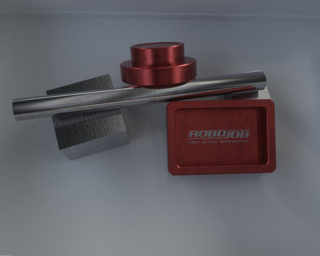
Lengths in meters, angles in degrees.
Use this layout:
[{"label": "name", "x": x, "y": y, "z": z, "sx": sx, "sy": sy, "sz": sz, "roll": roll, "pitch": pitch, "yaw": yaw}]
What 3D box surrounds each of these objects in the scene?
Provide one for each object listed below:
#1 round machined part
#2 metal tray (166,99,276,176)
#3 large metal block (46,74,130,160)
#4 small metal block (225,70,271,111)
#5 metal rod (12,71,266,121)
[{"label": "round machined part", "x": -0.002, "y": -0.086, "z": 0.399, "sx": 0.099, "sy": 0.098, "sz": 0.042, "roll": -4, "pitch": 111, "yaw": -2}, {"label": "metal tray", "x": 0.074, "y": 0.011, "z": 0.387, "sx": 0.131, "sy": 0.030, "sz": 0.089, "roll": -1, "pitch": 89, "yaw": -2}, {"label": "large metal block", "x": -0.090, "y": -0.013, "z": 0.398, "sx": 0.081, "sy": 0.050, "sz": 0.080, "roll": -17, "pitch": 71, "yaw": -7}, {"label": "small metal block", "x": 0.119, "y": -0.048, "z": 0.427, "sx": 0.050, "sy": 0.025, "sz": 0.050, "roll": -11, "pitch": 71, "yaw": -4}, {"label": "metal rod", "x": -0.014, "y": -0.041, "z": 0.375, "sx": 0.302, "sy": 0.025, "sz": 0.025, "roll": -8, "pitch": 70, "yaw": -11}]
